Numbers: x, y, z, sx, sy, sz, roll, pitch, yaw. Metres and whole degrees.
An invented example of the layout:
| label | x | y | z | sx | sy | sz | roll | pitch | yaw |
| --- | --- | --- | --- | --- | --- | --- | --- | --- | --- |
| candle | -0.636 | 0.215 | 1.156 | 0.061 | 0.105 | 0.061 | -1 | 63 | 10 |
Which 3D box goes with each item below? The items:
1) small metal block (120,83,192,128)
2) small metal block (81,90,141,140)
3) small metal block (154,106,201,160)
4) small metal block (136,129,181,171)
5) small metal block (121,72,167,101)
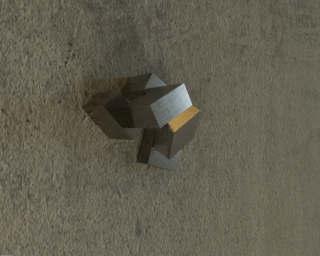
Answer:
| label | x | y | z | sx | sy | sz | roll | pitch | yaw |
| --- | --- | --- | --- | --- | --- | --- | --- | --- | --- |
| small metal block | -0.004 | -0.023 | 0.323 | 0.050 | 0.050 | 0.025 | -36 | 113 | -34 |
| small metal block | -0.053 | -0.013 | 0.348 | 0.025 | 0.050 | 0.050 | -53 | 121 | -27 |
| small metal block | 0.020 | 0.003 | 0.377 | 0.050 | 0.025 | 0.050 | -38 | 151 | -33 |
| small metal block | 0.001 | 0.027 | 0.409 | 0.050 | 0.025 | 0.050 | 21 | 77 | -38 |
| small metal block | -0.013 | -0.040 | 0.381 | 0.050 | 0.050 | 0.025 | 39 | 66 | -33 |
